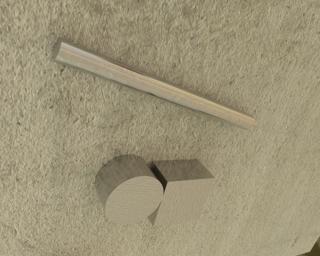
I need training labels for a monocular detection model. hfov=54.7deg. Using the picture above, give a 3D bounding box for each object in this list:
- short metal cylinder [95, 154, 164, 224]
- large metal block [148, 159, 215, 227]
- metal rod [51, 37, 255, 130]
[{"bbox_3d":[-0.042,0.083,0.420,0.081,0.050,0.079,-14,124,-21],"label":"short metal cylinder"},{"bbox_3d":[0.025,0.095,0.465,0.081,0.050,0.079,1,118,-30],"label":"large metal block"},{"bbox_3d":[0.017,-0.043,0.390,0.302,0.025,0.025,16,110,-35],"label":"metal rod"}]
